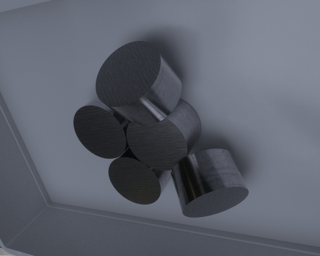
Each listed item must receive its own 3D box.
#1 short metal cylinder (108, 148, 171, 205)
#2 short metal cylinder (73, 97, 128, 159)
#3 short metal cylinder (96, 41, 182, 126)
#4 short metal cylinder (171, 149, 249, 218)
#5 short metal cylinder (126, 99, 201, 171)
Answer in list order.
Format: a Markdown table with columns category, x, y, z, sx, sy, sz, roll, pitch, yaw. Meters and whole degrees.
| category | x | y | z | sx | sy | sz | roll | pitch | yaw |
| --- | --- | --- | --- | --- | --- | --- | --- | --- | --- |
| short metal cylinder | -0.025 | 0.061 | 0.439 | 0.080 | 0.050 | 0.079 | 13 | 124 | 20 |
| short metal cylinder | -0.069 | -0.005 | 0.421 | 0.080 | 0.050 | 0.079 | 13 | 124 | 20 |
| short metal cylinder | -0.023 | -0.048 | 0.343 | 0.080 | 0.080 | 0.050 | -3 | 155 | 29 |
| short metal cylinder | 0.059 | 0.068 | 0.374 | 0.081 | 0.050 | 0.080 | -12 | 145 | -8 |
| short metal cylinder | 0.005 | 0.006 | 0.390 | 0.080 | 0.050 | 0.079 | 13 | 124 | 20 |
